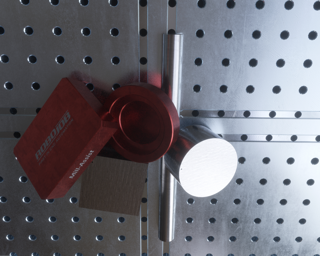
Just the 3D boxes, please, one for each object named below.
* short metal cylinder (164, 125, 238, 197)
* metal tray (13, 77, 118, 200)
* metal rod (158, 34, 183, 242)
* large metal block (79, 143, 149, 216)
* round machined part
[{"bbox_3d":[0.052,0.042,0.402,0.081,0.050,0.079,-7,112,-19],"label":"short metal cylinder"},{"bbox_3d":[-0.122,0.014,0.388,0.130,0.030,0.090,-50,65,15],"label":"metal tray"},{"bbox_3d":[0.013,0.027,0.424,0.025,0.025,0.298,1,110,-1],"label":"metal rod"},{"bbox_3d":[-0.061,0.067,0.424,0.081,0.050,0.079,10,110,-4],"label":"large metal block"},{"bbox_3d":[-0.021,-0.009,0.387,0.098,0.042,0.097,9,111,24],"label":"round machined part"}]
